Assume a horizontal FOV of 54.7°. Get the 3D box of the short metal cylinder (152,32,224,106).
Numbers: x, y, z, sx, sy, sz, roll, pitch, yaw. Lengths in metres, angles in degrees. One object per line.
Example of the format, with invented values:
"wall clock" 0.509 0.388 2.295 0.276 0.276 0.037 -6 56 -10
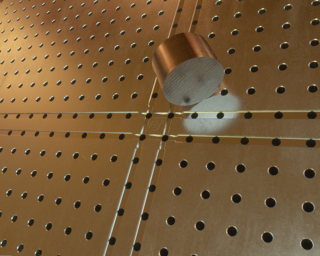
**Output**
"short metal cylinder" 0.035 -0.075 0.399 0.080 0.080 0.050 -28 53 10
